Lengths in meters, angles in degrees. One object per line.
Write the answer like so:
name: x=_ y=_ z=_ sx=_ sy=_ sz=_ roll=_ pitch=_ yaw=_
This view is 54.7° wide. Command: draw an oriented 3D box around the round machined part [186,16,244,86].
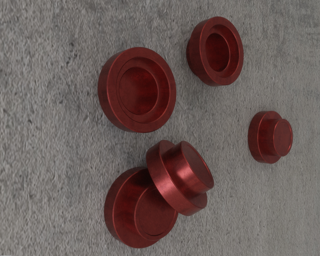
round machined part: x=0.077 y=-0.110 z=0.458 sx=0.099 sy=0.042 sz=0.097 roll=0 pitch=90 yaw=-40

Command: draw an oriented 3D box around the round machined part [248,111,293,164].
round machined part: x=0.207 y=0.017 z=0.567 sx=0.099 sy=0.042 sz=0.097 roll=0 pitch=90 yaw=-40

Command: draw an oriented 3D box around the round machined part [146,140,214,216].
round machined part: x=0.030 y=0.055 z=0.384 sx=0.098 sy=0.042 sz=0.098 roll=47 pitch=19 yaw=-21

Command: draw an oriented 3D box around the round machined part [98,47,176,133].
round machined part: x=-0.030 y=-0.043 z=0.368 sx=0.099 sy=0.042 sz=0.097 roll=0 pitch=90 yaw=-40

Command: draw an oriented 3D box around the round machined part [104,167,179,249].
round machined part: x=-0.015 y=0.099 z=0.381 sx=0.099 sy=0.042 sz=0.097 roll=0 pitch=90 yaw=-40
